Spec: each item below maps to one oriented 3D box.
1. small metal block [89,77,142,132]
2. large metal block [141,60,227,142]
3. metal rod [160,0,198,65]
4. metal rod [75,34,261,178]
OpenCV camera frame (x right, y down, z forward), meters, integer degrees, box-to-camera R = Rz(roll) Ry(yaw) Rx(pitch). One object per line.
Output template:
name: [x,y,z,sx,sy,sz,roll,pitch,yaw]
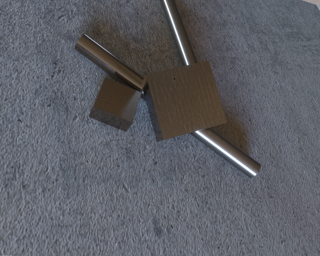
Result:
small metal block: [-0.056,-0.030,0.393,0.050,0.025,0.050,23,53,-15]
large metal block: [0.028,-0.032,0.393,0.081,0.050,0.080,-15,87,-11]
metal rod: [0.038,-0.140,0.511,0.025,0.025,0.299,-1,62,-29]
metal rod: [0.014,-0.028,0.429,0.301,0.025,0.025,36,51,-5]
